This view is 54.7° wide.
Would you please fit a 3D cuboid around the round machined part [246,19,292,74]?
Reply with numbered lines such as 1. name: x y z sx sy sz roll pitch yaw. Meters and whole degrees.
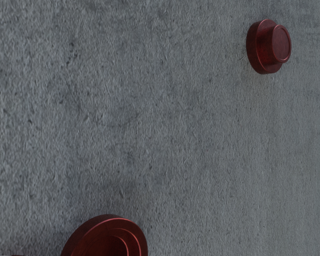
1. round machined part: 0.203 -0.149 0.563 0.099 0.042 0.097 0 90 -40

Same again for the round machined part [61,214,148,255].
1. round machined part: -0.065 0.144 0.340 0.099 0.042 0.097 0 90 -40
